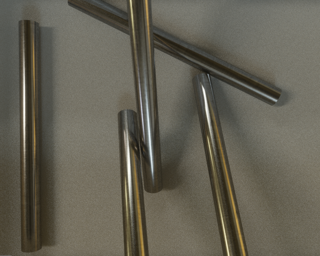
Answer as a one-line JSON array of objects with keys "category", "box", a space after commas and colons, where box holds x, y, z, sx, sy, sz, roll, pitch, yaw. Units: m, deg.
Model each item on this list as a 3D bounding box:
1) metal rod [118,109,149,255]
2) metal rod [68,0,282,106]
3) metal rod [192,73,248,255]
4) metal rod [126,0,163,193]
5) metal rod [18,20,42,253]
[{"category": "metal rod", "box": [-0.027, 0.108, 0.335, 0.025, 0.025, 0.299, -7, 58, 0]}, {"category": "metal rod", "box": [0.020, -0.107, 0.411, 0.301, 0.025, 0.025, 26, 90, -1]}, {"category": "metal rod", "box": [0.071, 0.068, 0.348, 0.025, 0.025, 0.299, -6, 64, 0]}, {"category": "metal rod", "box": [-0.017, -0.055, 0.351, 0.025, 0.025, 0.298, -4, 115, 0]}, {"category": "metal rod", "box": [-0.171, 0.011, 0.409, 0.025, 0.025, 0.298, -1, 90, -1]}]
